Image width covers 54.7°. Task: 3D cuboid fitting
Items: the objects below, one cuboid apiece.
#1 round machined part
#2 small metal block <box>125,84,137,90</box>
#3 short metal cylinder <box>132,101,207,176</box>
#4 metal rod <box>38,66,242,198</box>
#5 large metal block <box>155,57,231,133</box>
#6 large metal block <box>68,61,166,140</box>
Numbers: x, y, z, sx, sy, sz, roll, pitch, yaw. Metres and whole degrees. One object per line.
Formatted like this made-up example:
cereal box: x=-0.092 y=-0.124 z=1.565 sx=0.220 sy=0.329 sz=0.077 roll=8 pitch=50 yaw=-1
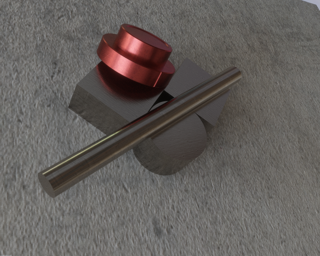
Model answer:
round machined part: x=-0.024 y=-0.094 z=0.383 sx=0.099 sy=0.042 sz=0.098 roll=24 pitch=25 yaw=-12
small metal block: x=-0.018 y=-0.068 z=0.438 sx=0.050 sy=0.025 sz=0.050 roll=37 pitch=51 yaw=-4
short metal cylinder: x=0.011 y=0.013 z=0.388 sx=0.081 sy=0.050 sz=0.080 roll=14 pitch=56 yaw=-21
metal rod: x=0.005 y=-0.014 z=0.354 sx=0.302 sy=0.025 sz=0.025 roll=-32 pitch=80 yaw=-38
large metal block: x=0.043 y=-0.040 z=0.439 sx=0.080 sy=0.050 sz=0.080 roll=36 pitch=51 yaw=-5
large metal block: x=-0.052 y=-0.039 z=0.385 sx=0.080 sy=0.050 sz=0.080 roll=36 pitch=51 yaw=-4
